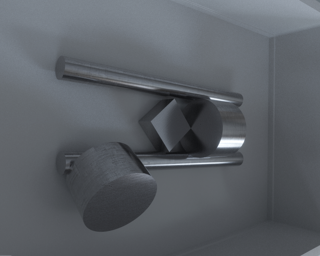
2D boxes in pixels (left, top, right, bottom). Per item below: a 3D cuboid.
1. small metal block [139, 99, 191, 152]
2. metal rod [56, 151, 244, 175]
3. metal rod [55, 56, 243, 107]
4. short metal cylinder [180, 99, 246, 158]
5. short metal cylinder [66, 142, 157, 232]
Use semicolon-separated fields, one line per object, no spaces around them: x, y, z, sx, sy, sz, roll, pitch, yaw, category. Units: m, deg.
0.007;-0.004;0.413;0.050;0.025;0.050;-45;118;-31;small metal block
0.013;0.044;0.417;0.302;0.025;0.025;4;88;-40;metal rod
0.012;-0.054;0.416;0.302;0.025;0.025;4;88;-40;metal rod
0.071;0.001;0.431;0.050;0.080;0.079;2;89;-40;short metal cylinder
-0.051;0.061;0.325;0.081;0.050;0.079;-21;135;-23;short metal cylinder
